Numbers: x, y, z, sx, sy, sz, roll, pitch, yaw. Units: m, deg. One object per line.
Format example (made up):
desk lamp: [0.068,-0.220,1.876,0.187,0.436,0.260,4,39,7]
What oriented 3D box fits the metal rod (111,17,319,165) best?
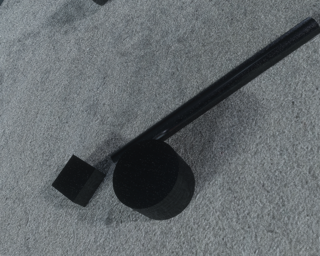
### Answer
metal rod: [0.066,-0.040,0.393,0.300,0.025,0.025,-35,51,5]

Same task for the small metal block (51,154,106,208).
small metal block: [-0.110,0.071,0.418,0.050,0.025,0.050,23,74,36]

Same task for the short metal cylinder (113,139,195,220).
short metal cylinder: [-0.006,0.060,0.355,0.080,0.050,0.080,-13,56,21]

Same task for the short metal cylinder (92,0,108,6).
short metal cylinder: [-0.126,-0.292,0.614,0.080,0.080,0.050,35,81,38]
